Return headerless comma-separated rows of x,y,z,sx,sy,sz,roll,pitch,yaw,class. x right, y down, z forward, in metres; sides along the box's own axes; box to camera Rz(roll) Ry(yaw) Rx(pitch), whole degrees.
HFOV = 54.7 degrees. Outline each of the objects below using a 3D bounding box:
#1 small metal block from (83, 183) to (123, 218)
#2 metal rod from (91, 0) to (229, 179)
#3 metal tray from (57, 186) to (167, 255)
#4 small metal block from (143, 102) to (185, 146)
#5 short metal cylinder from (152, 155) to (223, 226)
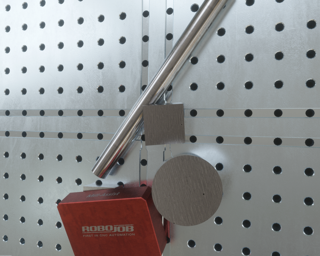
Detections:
-0.080,0.106,0.440,0.050,0.025,0.050,-1,90,19,small metal block
-0.002,-0.056,0.412,0.025,0.025,0.299,38,102,15,metal rod
-0.064,0.130,0.417,0.130,0.030,0.089,-9,105,19,metal tray
0.005,-0.006,0.397,0.050,0.025,0.050,-4,99,-3,small metal block
0.031,0.072,0.375,0.081,0.050,0.080,0,87,0,short metal cylinder
